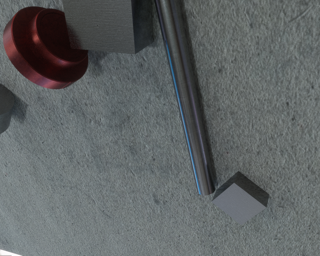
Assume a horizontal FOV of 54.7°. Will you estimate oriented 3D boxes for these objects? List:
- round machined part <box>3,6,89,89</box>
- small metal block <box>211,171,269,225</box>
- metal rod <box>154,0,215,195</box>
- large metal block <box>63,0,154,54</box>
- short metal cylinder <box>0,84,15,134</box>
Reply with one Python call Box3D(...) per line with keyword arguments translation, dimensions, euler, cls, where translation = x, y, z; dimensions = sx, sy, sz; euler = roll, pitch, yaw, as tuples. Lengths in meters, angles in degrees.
Box3D(translation=(-0.124, -0.098, 0.362), dimensions=(0.042, 0.098, 0.098), euler=(-23, 106, 36), cls="round machined part")
Box3D(translation=(0.105, 0.093, 0.408), dimensions=(0.050, 0.025, 0.050), euler=(38, 129, 2), cls="small metal block")
Box3D(translation=(0.029, -0.047, 0.361), dimensions=(0.025, 0.025, 0.298), euler=(0, 119, 28), cls="metal rod")
Box3D(translation=(-0.055, -0.130, 0.336), dimensions=(0.080, 0.050, 0.079), euler=(10, 123, 19), cls="large metal block")
Box3D(translation=(-0.281, -0.032, 0.497), dimensions=(0.080, 0.080, 0.050), euler=(36, 129, 3), cls="short metal cylinder")
